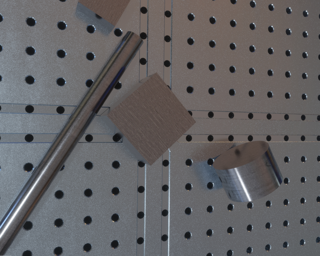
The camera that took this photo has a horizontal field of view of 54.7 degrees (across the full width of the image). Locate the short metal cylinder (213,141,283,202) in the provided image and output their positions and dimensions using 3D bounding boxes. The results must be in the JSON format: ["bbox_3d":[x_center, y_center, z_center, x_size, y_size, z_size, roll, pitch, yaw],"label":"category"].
[{"bbox_3d":[0.121,0.059,0.430,0.080,0.080,0.050,-29,100,-18],"label":"short metal cylinder"}]

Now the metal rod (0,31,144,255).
[{"bbox_3d":[-0.108,0.009,0.373,0.025,0.025,0.300,35,79,-17],"label":"metal rod"}]

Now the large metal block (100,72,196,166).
[{"bbox_3d":[-0.016,-0.011,0.394,0.080,0.050,0.080,-43,104,-15],"label":"large metal block"}]

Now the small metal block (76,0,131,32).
[{"bbox_3d":[-0.069,-0.159,0.388,0.050,0.025,0.050,30,80,-18],"label":"small metal block"}]
